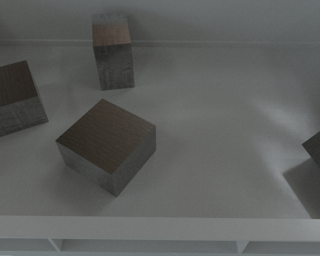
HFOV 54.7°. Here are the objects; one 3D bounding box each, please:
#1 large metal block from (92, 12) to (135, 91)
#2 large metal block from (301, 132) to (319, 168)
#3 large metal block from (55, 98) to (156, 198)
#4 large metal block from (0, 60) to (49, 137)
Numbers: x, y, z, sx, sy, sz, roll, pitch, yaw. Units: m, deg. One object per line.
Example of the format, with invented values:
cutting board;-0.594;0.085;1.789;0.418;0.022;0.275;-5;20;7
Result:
large metal block;-0.070;-0.115;0.465;0.050;0.080;0.080;-7;51;-6
large metal block;0.221;0.030;0.337;0.050;0.080;0.080;20;35;-41
large metal block;-0.061;0.021;0.370;0.080;0.050;0.080;27;55;21
large metal block;-0.207;-0.039;0.420;0.081;0.050;0.080;-20;53;-16
